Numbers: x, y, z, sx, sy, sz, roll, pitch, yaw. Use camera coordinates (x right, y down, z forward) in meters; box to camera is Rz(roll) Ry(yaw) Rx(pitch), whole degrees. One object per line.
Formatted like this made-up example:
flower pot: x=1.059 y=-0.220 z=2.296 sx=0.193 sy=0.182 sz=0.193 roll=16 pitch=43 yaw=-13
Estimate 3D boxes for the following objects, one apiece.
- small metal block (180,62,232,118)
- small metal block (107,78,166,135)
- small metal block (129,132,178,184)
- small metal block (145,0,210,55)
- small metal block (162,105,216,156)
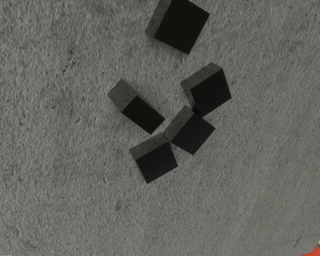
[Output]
small metal block: x=0.062 y=-0.050 z=0.409 sx=0.050 sy=0.025 sz=0.050 roll=-34 pitch=129 yaw=-6
small metal block: x=-0.028 y=-0.025 z=0.360 sx=0.025 sy=0.050 sz=0.050 roll=-47 pitch=129 yaw=5
small metal block: x=-0.008 y=0.042 z=0.428 sx=0.050 sy=0.025 sz=0.050 roll=-29 pitch=128 yaw=-10
small metal block: x=0.019 y=-0.117 z=0.345 sx=0.050 sy=0.025 sz=0.050 roll=16 pitch=110 yaw=-35
small metal block: x=0.041 y=0.004 z=0.431 sx=0.050 sy=0.025 sz=0.050 roll=32 pitch=101 yaw=-38
